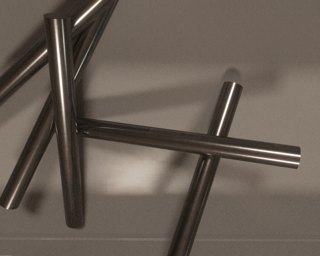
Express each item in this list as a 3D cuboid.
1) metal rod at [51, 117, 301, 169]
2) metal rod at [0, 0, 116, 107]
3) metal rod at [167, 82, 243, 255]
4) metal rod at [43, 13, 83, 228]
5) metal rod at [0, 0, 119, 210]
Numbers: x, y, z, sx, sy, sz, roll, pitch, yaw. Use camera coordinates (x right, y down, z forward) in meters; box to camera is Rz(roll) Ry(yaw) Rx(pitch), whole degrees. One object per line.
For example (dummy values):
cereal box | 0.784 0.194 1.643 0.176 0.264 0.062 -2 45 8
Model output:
metal rod | 0.006 0.013 0.373 0.301 0.025 0.025 8 111 13
metal rod | -0.166 -0.065 0.368 0.300 0.025 0.025 -35 107 18
metal rod | 0.045 0.086 0.378 0.025 0.025 0.299 20 83 -8
metal rod | -0.114 0.015 0.381 0.025 0.025 0.298 5 123 -2
metal rod | -0.125 -0.031 0.377 0.025 0.025 0.299 27 100 -10
